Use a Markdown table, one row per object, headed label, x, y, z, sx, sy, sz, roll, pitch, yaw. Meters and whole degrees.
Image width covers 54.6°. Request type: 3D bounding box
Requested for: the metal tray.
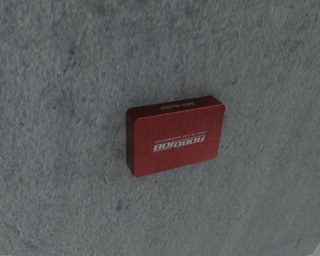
| label | x | y | z | sx | sy | sz | roll | pitch | yaw |
| --- | --- | --- | --- | --- | --- | --- | --- | --- | --- |
| metal tray | 0.021 | 0.010 | 0.420 | 0.131 | 0.030 | 0.089 | -11 | 123 | -23 |
